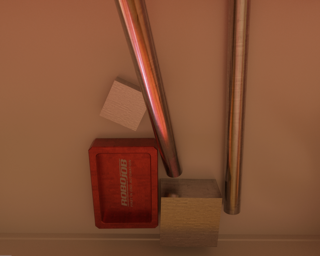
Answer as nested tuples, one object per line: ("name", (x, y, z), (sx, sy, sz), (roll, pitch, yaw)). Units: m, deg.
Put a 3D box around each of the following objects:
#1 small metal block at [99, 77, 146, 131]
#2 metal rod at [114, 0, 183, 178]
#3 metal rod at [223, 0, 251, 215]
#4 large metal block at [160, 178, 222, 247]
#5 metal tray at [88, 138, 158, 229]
("small metal block", (-0.043, -0.031, 0.399), (0.050, 0.025, 0.050), (24, 108, -9))
("metal rod", (-0.007, -0.040, 0.328), (0.025, 0.025, 0.299), (-11, 136, 4))
("metal rod", (0.099, -0.019, 0.405), (0.025, 0.025, 0.298), (-3, 110, 0))
("large metal block", (0.041, 0.120, 0.443), (0.081, 0.050, 0.079), (1, 110, -1))
("metal tray", (-0.048, 0.080, 0.437), (0.091, 0.030, 0.129), (0, 110, -1))
